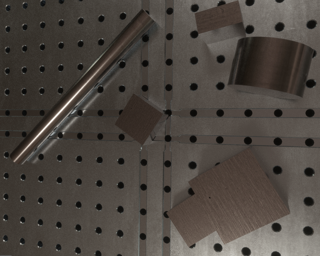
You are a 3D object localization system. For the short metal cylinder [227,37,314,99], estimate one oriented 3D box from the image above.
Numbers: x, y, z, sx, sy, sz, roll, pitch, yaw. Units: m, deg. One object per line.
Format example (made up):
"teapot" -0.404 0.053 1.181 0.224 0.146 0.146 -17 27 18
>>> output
"short metal cylinder" 0.120 -0.064 0.341 0.080 0.080 0.050 13 95 19

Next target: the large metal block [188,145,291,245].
"large metal block" 0.093 0.076 0.366 0.080 0.050 0.080 -33 80 16

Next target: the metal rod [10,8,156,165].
"metal rod" -0.120 -0.052 0.453 0.299 0.025 0.025 -43 77 14

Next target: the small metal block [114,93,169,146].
"small metal block" -0.025 -0.012 0.420 0.050 0.025 0.050 36 101 16

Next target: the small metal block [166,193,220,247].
"small metal block" 0.045 0.114 0.396 0.050 0.025 0.050 -38 78 16

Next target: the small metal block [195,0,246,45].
"small metal block" 0.074 -0.125 0.373 0.050 0.050 0.025 -10 87 19
